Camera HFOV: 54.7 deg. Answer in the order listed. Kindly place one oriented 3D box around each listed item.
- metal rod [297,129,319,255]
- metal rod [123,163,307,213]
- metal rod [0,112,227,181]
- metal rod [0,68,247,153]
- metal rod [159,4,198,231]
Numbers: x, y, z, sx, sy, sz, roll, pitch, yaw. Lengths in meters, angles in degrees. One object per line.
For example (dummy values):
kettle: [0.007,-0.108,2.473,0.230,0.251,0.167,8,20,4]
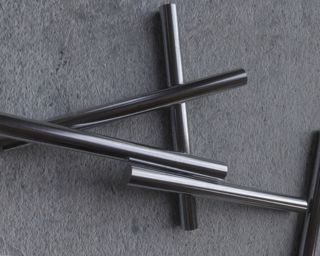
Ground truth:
metal rod: [0.245,0.150,0.499,0.025,0.025,0.298,14,85,-20]
metal rod: [0.093,0.088,0.423,0.302,0.025,0.025,15,85,-27]
metal rod: [-0.054,0.023,0.358,0.302,0.025,0.025,14,85,-21]
metal rod: [-0.033,-0.026,0.377,0.302,0.025,0.025,-16,96,-12]
metal rod: [0.026,-0.013,0.418,0.025,0.025,0.298,-6,92,-20]
